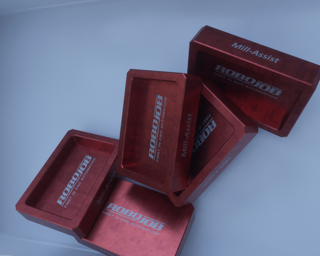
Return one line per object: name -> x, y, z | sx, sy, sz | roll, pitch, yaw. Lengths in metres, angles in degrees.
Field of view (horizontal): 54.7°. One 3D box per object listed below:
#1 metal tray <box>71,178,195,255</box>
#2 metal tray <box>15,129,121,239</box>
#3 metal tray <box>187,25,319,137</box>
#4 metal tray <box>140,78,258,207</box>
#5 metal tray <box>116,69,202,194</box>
metal tray -> -0.032, 0.120, 0.390 | 0.130, 0.030, 0.090 | 16, 53, 19
metal tray -> -0.109, 0.066, 0.403 | 0.090, 0.030, 0.130 | 12, 53, 19
metal tray -> 0.095, -0.050, 0.343 | 0.130, 0.090, 0.030 | 26, 60, 17
metal tray -> 0.038, 0.017, 0.363 | 0.090, 0.030, 0.129 | 52, 121, 28
metal tray -> -0.005, 0.000, 0.360 | 0.090, 0.030, 0.129 | 13, 99, 41
